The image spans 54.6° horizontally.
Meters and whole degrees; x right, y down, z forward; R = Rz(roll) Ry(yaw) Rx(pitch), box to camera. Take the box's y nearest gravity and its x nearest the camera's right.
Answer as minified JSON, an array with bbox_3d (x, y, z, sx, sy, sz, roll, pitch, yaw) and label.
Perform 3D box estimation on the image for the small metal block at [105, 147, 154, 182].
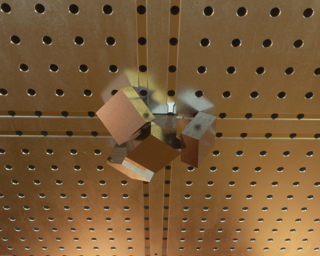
[{"bbox_3d":[-0.041,0.051,0.438,0.050,0.025,0.050,37,158,-27],"label":"small metal block"}]

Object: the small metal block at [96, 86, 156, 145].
[{"bbox_3d":[-0.042,-0.015,0.382,0.050,0.025,0.050,-39,85,28],"label":"small metal block"}]

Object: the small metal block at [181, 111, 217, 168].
[{"bbox_3d":[0.050,0.015,0.404,0.025,0.050,0.050,21,136,26],"label":"small metal block"}]

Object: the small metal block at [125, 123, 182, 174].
[{"bbox_3d":[-0.009,0.026,0.400,0.050,0.025,0.050,33,122,-26],"label":"small metal block"}]

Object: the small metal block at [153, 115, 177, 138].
[{"bbox_3d":[-0.004,0.010,0.420,0.050,0.025,0.050,1,133,-1],"label":"small metal block"}]
